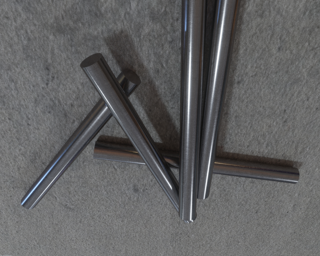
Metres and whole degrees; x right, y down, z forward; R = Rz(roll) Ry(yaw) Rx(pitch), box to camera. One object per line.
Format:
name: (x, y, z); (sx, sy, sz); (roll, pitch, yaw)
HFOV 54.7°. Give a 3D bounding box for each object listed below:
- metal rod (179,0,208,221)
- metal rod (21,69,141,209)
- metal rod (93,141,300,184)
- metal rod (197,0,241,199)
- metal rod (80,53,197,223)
metal rod: (0.036, -0.004, 0.372); (0.025, 0.025, 0.298); (-1, 120, 0)
metal rod: (-0.124, 0.031, 0.431); (0.025, 0.025, 0.299); (30, 124, -24)
metal rod: (0.057, 0.051, 0.451); (0.302, 0.025, 0.025); (8, 130, -8)
metal rod: (0.063, -0.028, 0.365); (0.025, 0.025, 0.298); (1, 125, -1)
metal rod: (-0.011, 0.036, 0.403); (0.025, 0.025, 0.299); (-18, 128, 14)
